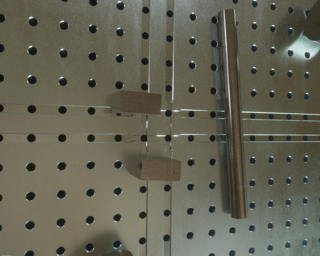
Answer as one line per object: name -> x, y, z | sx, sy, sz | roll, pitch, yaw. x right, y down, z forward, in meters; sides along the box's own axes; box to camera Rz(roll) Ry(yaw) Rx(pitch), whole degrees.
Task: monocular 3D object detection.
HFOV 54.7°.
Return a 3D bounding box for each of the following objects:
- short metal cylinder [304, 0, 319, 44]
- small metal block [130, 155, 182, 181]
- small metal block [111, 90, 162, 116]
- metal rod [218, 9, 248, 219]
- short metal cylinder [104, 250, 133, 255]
short metal cylinder -> 0.277, -0.168, 0.485 | 0.050, 0.080, 0.080 | 14, 85, -20
small metal block -> -0.007, 0.051, 0.397 | 0.050, 0.050, 0.025 | 5, 89, -20
small metal block -> -0.031, -0.030, 0.388 | 0.050, 0.050, 0.025 | 4, 89, -20
metal rod -> 0.107, -0.019, 0.451 | 0.025, 0.025, 0.298 | -4, 92, -20
short metal cylinder -> -0.056, 0.191, 0.363 | 0.080, 0.080, 0.050 | -29, 100, -18
